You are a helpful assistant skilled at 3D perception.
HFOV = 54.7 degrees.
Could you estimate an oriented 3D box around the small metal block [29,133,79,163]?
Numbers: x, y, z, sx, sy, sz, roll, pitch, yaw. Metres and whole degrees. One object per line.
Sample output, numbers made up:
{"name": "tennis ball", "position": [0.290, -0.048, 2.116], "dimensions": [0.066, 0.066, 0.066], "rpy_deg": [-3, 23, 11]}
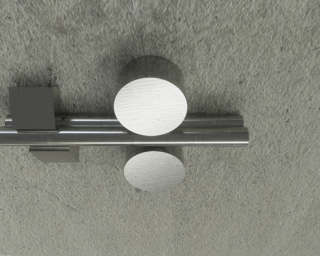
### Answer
{"name": "small metal block", "position": [-0.140, 0.028, 0.418], "dimensions": [0.050, 0.025, 0.050], "rpy_deg": [0, 157, -1]}

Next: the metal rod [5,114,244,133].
{"name": "metal rod", "position": [-0.045, -0.005, 0.404], "dimensions": [0.302, 0.025, 0.025], "rpy_deg": [0, 130, -1]}

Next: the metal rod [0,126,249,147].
{"name": "metal rod", "position": [-0.044, 0.010, 0.384], "dimensions": [0.302, 0.025, 0.025], "rpy_deg": [0, 130, 0]}

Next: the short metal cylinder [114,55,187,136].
{"name": "short metal cylinder", "position": [-0.010, -0.037, 0.360], "dimensions": [0.081, 0.050, 0.079], "rpy_deg": [0, 130, 0]}

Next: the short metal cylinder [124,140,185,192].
{"name": "short metal cylinder", "position": [-0.007, 0.043, 0.429], "dimensions": [0.081, 0.050, 0.079], "rpy_deg": [0, 130, 0]}

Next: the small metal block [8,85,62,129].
{"name": "small metal block", "position": [-0.149, -0.025, 0.373], "dimensions": [0.050, 0.025, 0.050], "rpy_deg": [0, 103, 0]}
